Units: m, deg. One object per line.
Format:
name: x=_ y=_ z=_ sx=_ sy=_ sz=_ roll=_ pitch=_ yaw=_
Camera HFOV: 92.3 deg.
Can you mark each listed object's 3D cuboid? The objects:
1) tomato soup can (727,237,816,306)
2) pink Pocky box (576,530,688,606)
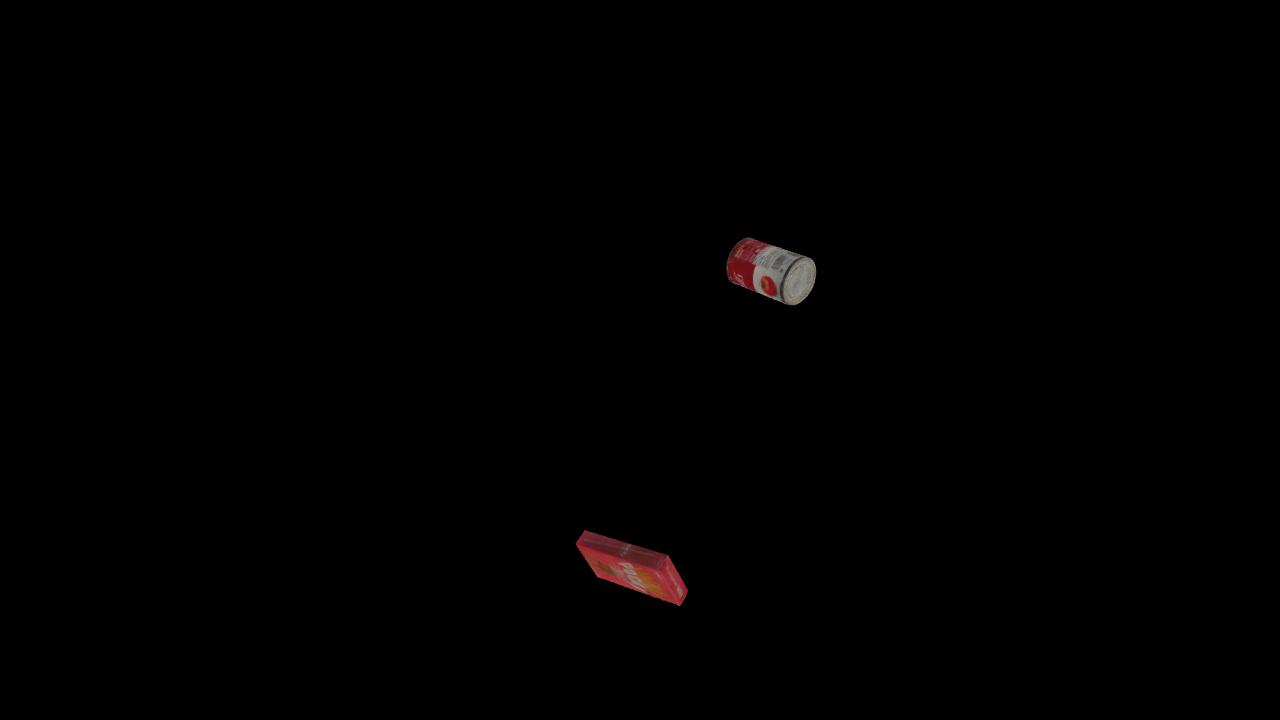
tomato soup can: x=0.175 y=-0.119 z=0.821 sx=0.068 sy=0.068 sz=0.101 roll=0 pitch=22 yaw=-42
pink Pocky box: x=-0.013 y=0.292 z=0.867 sx=0.155 sy=0.084 sz=0.029 roll=3 pitch=42 yaw=38
